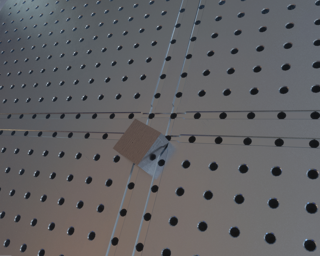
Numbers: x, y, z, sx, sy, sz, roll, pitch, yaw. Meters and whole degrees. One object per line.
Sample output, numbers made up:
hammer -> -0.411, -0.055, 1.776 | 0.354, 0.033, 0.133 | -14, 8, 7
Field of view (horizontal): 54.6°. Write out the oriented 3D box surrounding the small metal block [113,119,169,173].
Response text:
small metal block -> -0.025, 0.022, 0.409 | 0.050, 0.025, 0.050 | 28, 77, 37
